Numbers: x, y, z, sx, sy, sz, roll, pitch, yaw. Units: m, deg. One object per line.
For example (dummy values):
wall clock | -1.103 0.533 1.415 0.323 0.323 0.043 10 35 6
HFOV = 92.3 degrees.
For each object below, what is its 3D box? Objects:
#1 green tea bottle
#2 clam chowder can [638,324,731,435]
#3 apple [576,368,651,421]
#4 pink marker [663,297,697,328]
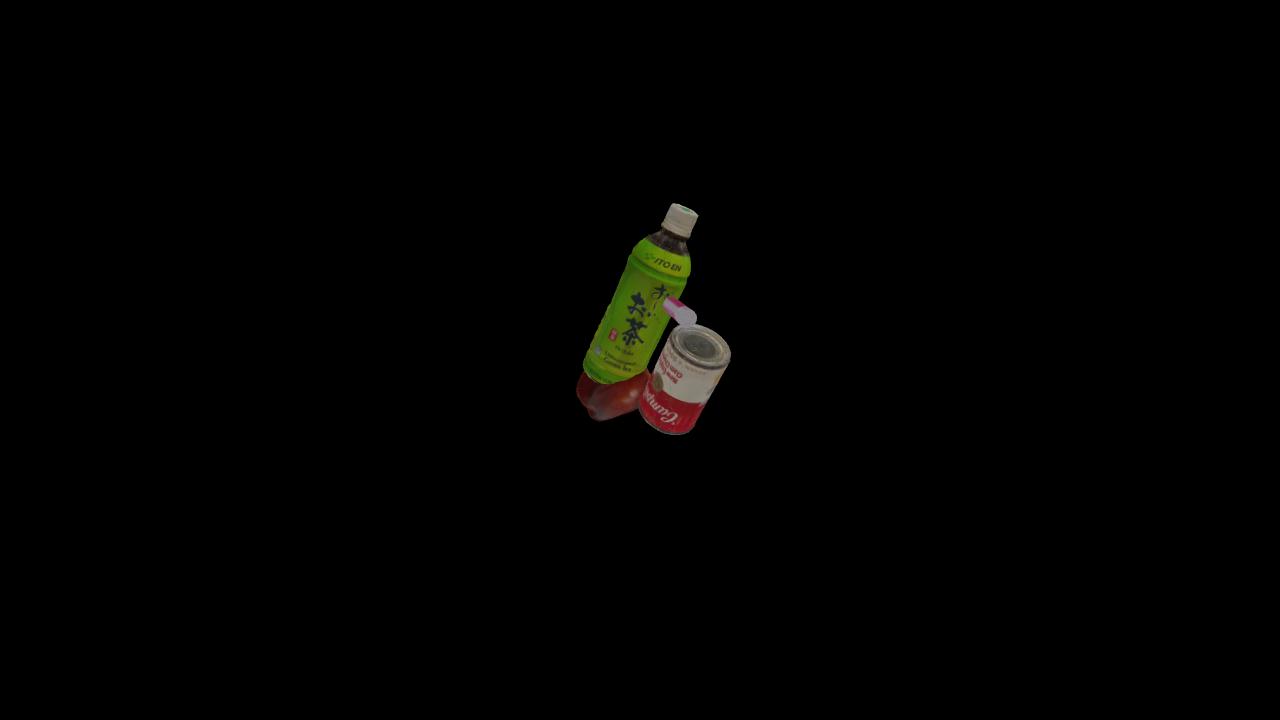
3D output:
green tea bottle | 0.006 -0.068 0.672 0.073 0.212 0.073 22 22 -9
clam chowder can | 0.046 0.020 0.643 0.068 0.102 0.068 15 38 -12
apple | -0.028 0.027 0.716 0.093 0.079 0.079 -33 4 -5
pink marker | 0.032 -0.059 0.651 0.020 0.020 0.121 0 19 -15
